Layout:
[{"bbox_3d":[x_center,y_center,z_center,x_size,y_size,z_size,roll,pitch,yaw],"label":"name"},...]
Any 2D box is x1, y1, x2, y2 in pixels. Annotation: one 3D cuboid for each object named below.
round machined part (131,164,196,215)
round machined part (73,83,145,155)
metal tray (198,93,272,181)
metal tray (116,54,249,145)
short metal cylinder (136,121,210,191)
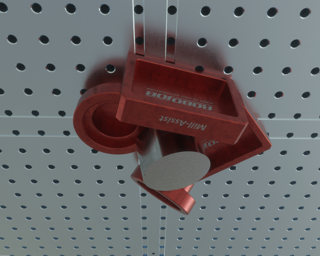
[{"bbox_3d":[0.010,0.080,0.446,0.098,0.042,0.098,31,164,11],"label":"round machined part"},{"bbox_3d":[-0.054,-0.015,0.387,0.099,0.042,0.097,-1,130,0],"label":"round machined part"},{"bbox_3d":[0.072,0.019,0.425,0.130,0.030,0.090,-29,125,22],"label":"metal tray"},{"bbox_3d":[0.023,-0.034,0.340,0.131,0.090,0.030,12,129,-11],"label":"metal tray"},{"bbox_3d":[0.015,0.033,0.375,0.081,0.050,0.080,-9,140,-8],"label":"short metal cylinder"}]
